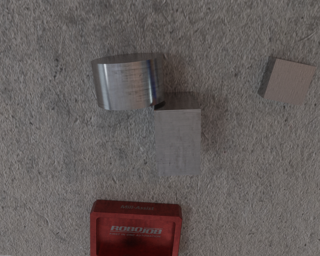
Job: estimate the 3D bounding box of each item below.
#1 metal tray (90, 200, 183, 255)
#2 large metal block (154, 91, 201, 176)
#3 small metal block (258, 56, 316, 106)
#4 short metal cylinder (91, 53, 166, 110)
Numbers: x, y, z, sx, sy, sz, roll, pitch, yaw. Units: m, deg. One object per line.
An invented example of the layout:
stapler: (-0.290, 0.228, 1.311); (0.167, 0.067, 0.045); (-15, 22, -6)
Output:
metal tray: (-0.036, 0.157, 0.464); (0.131, 0.030, 0.089); (4, 110, -2)
large metal block: (0.020, 0.004, 0.382); (0.050, 0.080, 0.079); (-2, 110, 1)
small metal block: (0.158, -0.059, 0.390); (0.050, 0.025, 0.050); (11, 110, -4)
short metal cylinder: (-0.036, -0.056, 0.359); (0.080, 0.080, 0.050); (-4, 110, 1)
